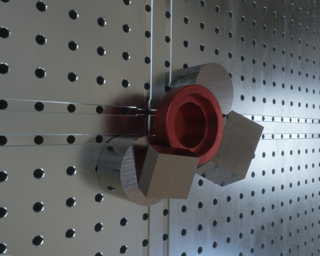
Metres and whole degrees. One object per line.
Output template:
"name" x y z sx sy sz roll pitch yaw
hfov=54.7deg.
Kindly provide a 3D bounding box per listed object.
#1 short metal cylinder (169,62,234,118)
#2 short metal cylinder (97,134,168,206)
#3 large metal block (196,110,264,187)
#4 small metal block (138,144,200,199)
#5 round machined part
"short metal cylinder" 0.060 -0.050 0.443 0.081 0.050 0.079 0 90 -40
"short metal cylinder" -0.027 0.048 0.370 0.081 0.050 0.079 0 90 -40
"large metal block" 0.096 0.032 0.445 0.050 0.080 0.080 28 69 -1
"small metal block" 0.009 0.048 0.335 0.050 0.025 0.050 9 104 -28
"round machined part" 0.031 -0.003 0.386 0.099 0.042 0.097 0 90 -40
